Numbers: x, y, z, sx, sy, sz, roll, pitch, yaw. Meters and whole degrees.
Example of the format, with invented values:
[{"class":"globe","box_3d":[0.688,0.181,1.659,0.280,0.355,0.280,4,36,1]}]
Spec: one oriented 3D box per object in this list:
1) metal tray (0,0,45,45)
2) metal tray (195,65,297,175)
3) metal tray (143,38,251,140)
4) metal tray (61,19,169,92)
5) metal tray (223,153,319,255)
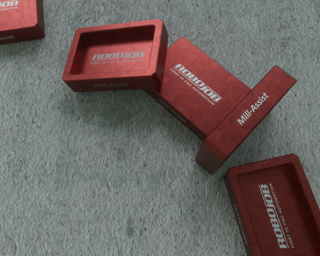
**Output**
[{"class":"metal tray","box_3d":[-0.246,-0.171,0.466,0.131,0.030,0.090,-10,70,-4]},{"class":"metal tray","box_3d":[0.100,-0.006,0.376,0.030,0.090,0.130,42,75,13]},{"class":"metal tray","box_3d":[0.047,-0.054,0.425,0.130,0.030,0.090,42,75,13]},{"class":"metal tray","box_3d":[-0.059,-0.096,0.417,0.130,0.030,0.090,0,65,17]},{"class":"metal tray","box_3d":[0.139,0.103,0.368,0.091,0.030,0.130,-12,71,-5]}]
